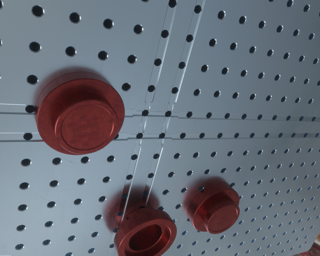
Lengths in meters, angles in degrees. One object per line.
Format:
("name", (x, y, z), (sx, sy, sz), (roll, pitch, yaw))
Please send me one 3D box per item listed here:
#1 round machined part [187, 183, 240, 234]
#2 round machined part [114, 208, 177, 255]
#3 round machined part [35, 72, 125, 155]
("round machined part", (0.102, 0.149, 0.551), (0.099, 0.042, 0.097), (-14, 124, -21))
("round machined part", (-0.026, 0.166, 0.490), (0.099, 0.042, 0.097), (-14, 125, -21))
("round machined part", (-0.086, -0.009, 0.348), (0.099, 0.042, 0.097), (-14, 125, -21))
